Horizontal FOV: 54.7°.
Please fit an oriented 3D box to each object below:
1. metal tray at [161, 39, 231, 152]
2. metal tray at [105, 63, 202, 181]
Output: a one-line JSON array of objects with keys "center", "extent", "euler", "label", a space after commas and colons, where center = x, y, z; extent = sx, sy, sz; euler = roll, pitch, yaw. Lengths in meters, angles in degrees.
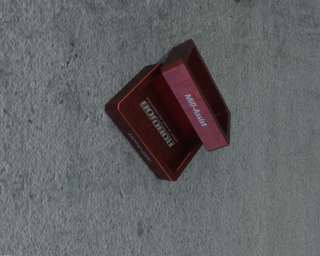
[{"center": [0.054, -0.045, 0.415], "extent": [0.130, 0.030, 0.090], "euler": [58, 27, -21], "label": "metal tray"}, {"center": [0.001, -0.006, 0.401], "extent": [0.090, 0.030, 0.130], "euler": [-50, 119, -28], "label": "metal tray"}]
